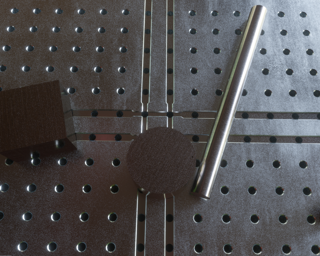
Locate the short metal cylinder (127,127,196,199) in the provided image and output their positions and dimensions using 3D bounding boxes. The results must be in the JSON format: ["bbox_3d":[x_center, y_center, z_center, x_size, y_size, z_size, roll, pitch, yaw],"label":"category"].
[{"bbox_3d":[0.002,0.044,0.382,0.081,0.050,0.080,0,70,0],"label":"short metal cylinder"}]

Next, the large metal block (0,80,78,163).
[{"bbox_3d":[-0.159,-0.008,0.400,0.081,0.050,0.080,-12,71,-5],"label":"large metal block"}]

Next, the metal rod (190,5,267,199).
[{"bbox_3d":[0.101,-0.049,0.430,0.025,0.025,0.300,19,71,7],"label":"metal rod"}]
